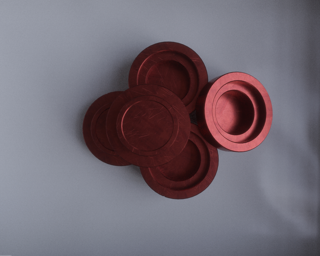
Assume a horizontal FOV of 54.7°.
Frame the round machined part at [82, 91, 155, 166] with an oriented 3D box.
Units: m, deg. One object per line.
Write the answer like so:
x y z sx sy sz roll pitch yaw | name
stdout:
-0.051 0.001 0.399 0.099 0.042 0.097 0 90 -1 | round machined part

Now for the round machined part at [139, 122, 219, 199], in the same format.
0.023 0.039 0.401 0.099 0.042 0.097 0 90 -1 | round machined part

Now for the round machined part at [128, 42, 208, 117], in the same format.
0.010 -0.058 0.402 0.099 0.042 0.097 0 90 -1 | round machined part

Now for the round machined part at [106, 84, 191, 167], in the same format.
-0.013 -0.003 0.358 0.099 0.042 0.097 0 90 -1 | round machined part

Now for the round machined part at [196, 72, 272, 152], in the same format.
0.089 -0.019 0.392 0.099 0.042 0.097 1 87 -21 | round machined part
